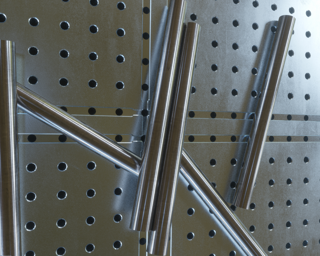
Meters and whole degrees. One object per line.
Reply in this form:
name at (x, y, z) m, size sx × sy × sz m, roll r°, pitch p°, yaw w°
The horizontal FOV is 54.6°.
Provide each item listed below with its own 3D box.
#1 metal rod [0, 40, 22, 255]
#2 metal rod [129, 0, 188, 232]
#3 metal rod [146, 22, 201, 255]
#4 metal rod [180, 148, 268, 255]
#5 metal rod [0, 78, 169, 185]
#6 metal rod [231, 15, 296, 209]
metal rod at (-0.166, 0.059, 0.335) m, size 0.025 × 0.025 × 0.298 m, roll -1°, pitch 97°, yaw -20°
metal rod at (0.001, -0.025, 0.394) m, size 0.025 × 0.025 × 0.299 m, roll 13°, pitch 79°, yaw -20°
metal rod at (0.020, 0.005, 0.400) m, size 0.025 × 0.025 × 0.299 m, roll 13°, pitch 78°, yaw -20°
metal rod at (0.110, 0.145, 0.452) m, size 0.025 × 0.025 × 0.300 m, roll -42°, pitch 103°, yaw -15°
metal rod at (-0.107, -0.001, 0.372) m, size 0.301 × 0.025 × 0.025 m, roll 33°, pitch 79°, yaw -17°
metal rod at (0.158, -0.027, 0.470) m, size 0.025 × 0.025 × 0.299 m, roll 18°, pitch 84°, yaw -19°
